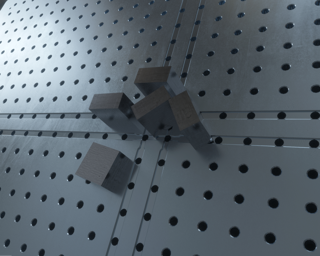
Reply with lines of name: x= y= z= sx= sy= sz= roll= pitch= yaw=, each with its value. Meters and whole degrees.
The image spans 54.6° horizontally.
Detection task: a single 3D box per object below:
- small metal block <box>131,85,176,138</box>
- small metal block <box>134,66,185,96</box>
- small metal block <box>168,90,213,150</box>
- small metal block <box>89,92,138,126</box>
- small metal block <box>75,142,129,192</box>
small metal block: x=-0.001 y=-0.020 z=0.407 sx=0.050 sy=0.050 sz=0.025 roll=-33 pitch=52 yaw=7
small metal block: x=0.001 y=-0.059 z=0.429 sx=0.050 sy=0.050 sz=0.025 roll=2 pitch=63 yaw=29
small metal block: x=0.038 y=-0.009 z=0.379 sx=0.025 sy=0.050 sz=0.050 roll=-27 pitch=52 yaw=11
small metal block: x=-0.064 y=-0.025 z=0.442 sx=0.050 sy=0.050 sz=0.025 roll=0 pitch=62 yaw=28
small metal block: x=-0.078 y=0.052 z=0.419 sx=0.050 sy=0.025 sz=0.050 roll=15 pitch=69 yaw=34
